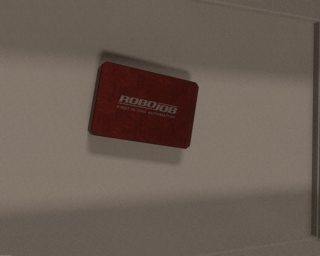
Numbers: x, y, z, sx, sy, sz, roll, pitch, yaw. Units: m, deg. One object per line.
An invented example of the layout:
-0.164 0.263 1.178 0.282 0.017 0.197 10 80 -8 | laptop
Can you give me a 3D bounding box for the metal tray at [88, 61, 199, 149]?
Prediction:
-0.020 -0.026 0.402 0.131 0.030 0.089 10 87 -20 | metal tray
